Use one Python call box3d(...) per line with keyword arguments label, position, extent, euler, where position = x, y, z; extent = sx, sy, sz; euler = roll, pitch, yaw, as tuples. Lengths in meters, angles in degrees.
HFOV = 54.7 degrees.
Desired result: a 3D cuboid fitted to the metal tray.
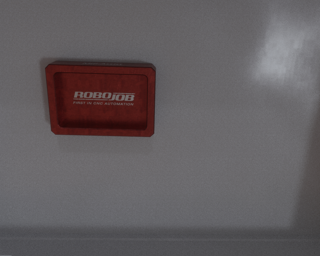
box3d(label="metal tray", position=(-0.072, -0.037, 0.394), extent=(0.131, 0.030, 0.089), euler=(1, 110, -1))
